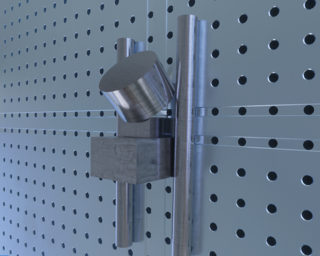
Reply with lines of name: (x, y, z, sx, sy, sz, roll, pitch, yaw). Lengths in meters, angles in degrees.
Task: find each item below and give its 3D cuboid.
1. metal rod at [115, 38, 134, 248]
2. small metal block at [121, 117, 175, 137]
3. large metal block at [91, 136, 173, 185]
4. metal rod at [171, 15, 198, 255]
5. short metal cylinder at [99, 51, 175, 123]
metal rod: (-0.051, 0.021, 0.452, 0.025, 0.025, 0.298, 1, 91, 40)
small metal block: (-0.016, -0.001, 0.406, 0.050, 0.050, 0.025, 2, 92, 39)
large metal block: (-0.031, 0.036, 0.396, 0.080, 0.081, 0.050, 1, 91, 40)
metal rod: (0.030, 0.013, 0.384, 0.025, 0.025, 0.298, 2, 92, 40)
short metal cylinder: (-0.028, -0.052, 0.388, 0.080, 0.050, 0.080, -21, 36, 16)
